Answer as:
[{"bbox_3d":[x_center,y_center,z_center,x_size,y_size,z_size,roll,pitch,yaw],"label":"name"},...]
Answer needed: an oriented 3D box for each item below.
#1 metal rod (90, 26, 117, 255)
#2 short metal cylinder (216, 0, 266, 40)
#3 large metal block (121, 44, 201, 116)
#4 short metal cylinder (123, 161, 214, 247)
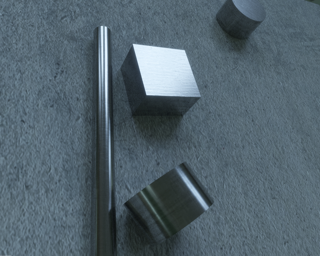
[{"bbox_3d":[-0.068,-0.006,0.370,0.025,0.025,0.299,8,58,-24],"label":"metal rod"},{"bbox_3d":[0.159,-0.222,0.608,0.081,0.050,0.080,14,56,-21],"label":"short metal cylinder"},{"bbox_3d":[-0.001,-0.064,0.426,0.081,0.050,0.080,-1,62,-29],"label":"large metal block"},{"bbox_3d":[0.009,0.079,0.325,0.081,0.080,0.050,-27,77,-37],"label":"short metal cylinder"}]
